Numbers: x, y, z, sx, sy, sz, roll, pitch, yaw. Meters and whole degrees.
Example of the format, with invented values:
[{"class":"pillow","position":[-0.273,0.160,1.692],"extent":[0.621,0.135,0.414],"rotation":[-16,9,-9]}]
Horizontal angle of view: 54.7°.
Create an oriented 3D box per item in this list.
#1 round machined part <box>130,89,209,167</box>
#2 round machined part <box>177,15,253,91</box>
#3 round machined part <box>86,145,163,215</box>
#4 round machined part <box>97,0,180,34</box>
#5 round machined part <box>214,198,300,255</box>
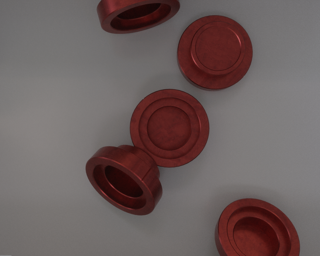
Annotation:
[{"class":"round machined part","position":[0.012,0.000,0.403],"extent":[0.099,0.042,0.097],"rotation":[0,90,0]},{"class":"round machined part","position":[0.072,-0.099,0.403],"extent":[0.099,0.042,0.097],"rotation":[0,90,0]},{"class":"round machined part","position":[-0.040,0.059,0.385],"extent":[0.098,0.097,0.042],"rotation":[38,49,0]},{"class":"round machined part","position":[-0.028,-0.153,0.374],"extent":[0.099,0.098,0.042],"rotation":[-15,90,0]},{"class":"round machined part","position":[0.117,0.142,0.387],"extent":[0.099,0.042,0.098],"rotation":[3,47,-3]}]
